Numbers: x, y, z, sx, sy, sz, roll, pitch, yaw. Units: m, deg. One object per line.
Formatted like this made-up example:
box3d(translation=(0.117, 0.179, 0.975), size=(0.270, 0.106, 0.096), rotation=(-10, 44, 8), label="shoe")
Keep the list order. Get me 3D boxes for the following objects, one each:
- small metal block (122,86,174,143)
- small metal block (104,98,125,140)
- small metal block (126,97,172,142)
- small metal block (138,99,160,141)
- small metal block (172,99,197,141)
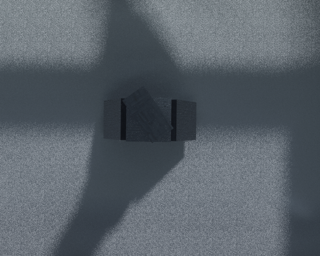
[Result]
box3d(translation=(-0.011, -0.013, 0.321), size=(0.025, 0.050, 0.050), rotation=(-35, 90, 1), label="small metal block")
box3d(translation=(-0.050, -0.011, 0.394), size=(0.025, 0.050, 0.050), rotation=(1, 90, -34), label="small metal block")
box3d(translation=(-0.013, -0.009, 0.359), size=(0.050, 0.025, 0.050), rotation=(1, 90, 0), label="small metal block")
box3d(translation=(-0.013, -0.009, 0.397), size=(0.025, 0.050, 0.050), rotation=(1, 90, 0), label="small metal block")
box3d(translation=(0.023, -0.009, 0.395), size=(0.025, 0.050, 0.050), rotation=(1, 90, 34), label="small metal block")
